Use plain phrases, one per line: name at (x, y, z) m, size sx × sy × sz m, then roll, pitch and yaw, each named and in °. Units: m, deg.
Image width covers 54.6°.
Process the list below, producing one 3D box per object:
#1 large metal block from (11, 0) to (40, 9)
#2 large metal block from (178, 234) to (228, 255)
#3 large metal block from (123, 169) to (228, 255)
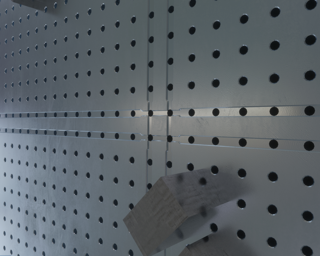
large metal block at (-0.276, -0.298, 0.623) m, size 0.080 × 0.050 × 0.080 m, roll 42°, pitch 115°, yaw 32°
large metal block at (0.049, 0.185, 0.354) m, size 0.080 × 0.050 × 0.080 m, roll 47°, pitch 118°, yaw 30°
large metal block at (0.018, 0.096, 0.359) m, size 0.080 × 0.081 × 0.050 m, roll -52°, pitch 60°, yaw 27°
